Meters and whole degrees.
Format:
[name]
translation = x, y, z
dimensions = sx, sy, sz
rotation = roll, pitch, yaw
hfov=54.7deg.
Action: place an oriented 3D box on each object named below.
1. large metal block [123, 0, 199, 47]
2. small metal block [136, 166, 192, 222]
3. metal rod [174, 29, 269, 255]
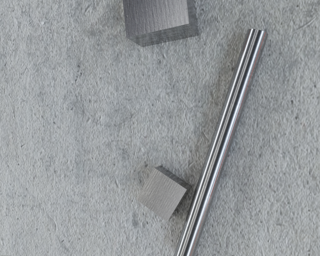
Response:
[large metal block]
translation = 0.001, -0.156, 0.395
dimensions = 0.080, 0.050, 0.080
rotation = -7, 88, 20
[small metal block]
translation = 0.005, 0.085, 0.407
dimensions = 0.050, 0.025, 0.050
rotation = 32, 100, 17
[metal rod]
translation = 0.073, 0.028, 0.383
dimensions = 0.025, 0.025, 0.298
rotation = 19, 96, 19
